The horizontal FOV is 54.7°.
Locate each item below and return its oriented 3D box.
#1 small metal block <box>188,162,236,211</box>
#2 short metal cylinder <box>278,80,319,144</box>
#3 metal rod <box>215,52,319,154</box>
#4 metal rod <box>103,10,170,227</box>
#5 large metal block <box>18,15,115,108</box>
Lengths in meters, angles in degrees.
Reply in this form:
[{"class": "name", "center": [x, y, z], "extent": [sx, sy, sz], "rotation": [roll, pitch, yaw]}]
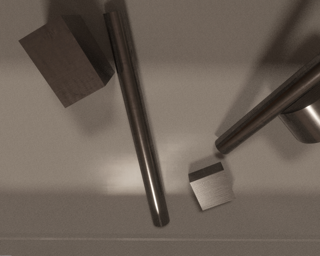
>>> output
[{"class": "small metal block", "center": [0.074, 0.083, 0.443], "extent": [0.050, 0.025, 0.050], "rotation": [-22, 109, 7]}, {"class": "short metal cylinder", "center": [0.186, -0.027, 0.375], "extent": [0.080, 0.080, 0.050], "rotation": [-40, 106, 13]}, {"class": "metal rod", "center": [0.159, -0.056, 0.323], "extent": [0.025, 0.025, 0.298], "rotation": [31, 134, -11]}, {"class": "metal rod", "center": [-0.026, 0.002, 0.411], "extent": [0.025, 0.025, 0.298], "rotation": [-10, 110, 3]}, {"class": "large metal block", "center": [-0.099, -0.079, 0.352], "extent": [0.050, 0.080, 0.080], "rotation": [-28, 108, 9]}]
